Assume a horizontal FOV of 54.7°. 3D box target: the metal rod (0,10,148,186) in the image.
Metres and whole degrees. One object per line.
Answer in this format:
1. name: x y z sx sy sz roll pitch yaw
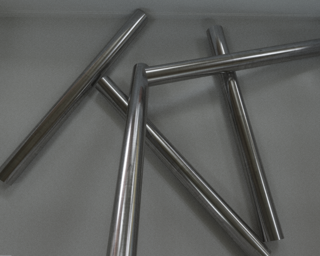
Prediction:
1. metal rod: -0.112 -0.052 0.427 0.025 0.025 0.300 32 73 11

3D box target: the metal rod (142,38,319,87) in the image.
1. metal rod: 0.125 -0.094 0.421 0.302 0.025 0.025 -12 70 -14

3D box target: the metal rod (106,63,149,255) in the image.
1. metal rod: -0.029 0.024 0.336 0.025 0.025 0.300 1 45 0

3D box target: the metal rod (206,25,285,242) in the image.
1. metal rod: 0.107 -0.007 0.412 0.025 0.025 0.299 -9 70 -3

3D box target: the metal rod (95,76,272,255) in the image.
1. metal rod: 0.020 0.043 0.393 0.025 0.025 0.300 -40 75 -13
